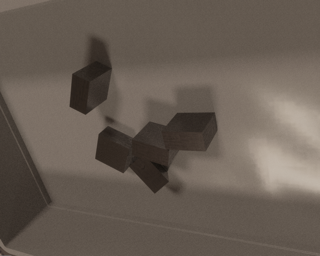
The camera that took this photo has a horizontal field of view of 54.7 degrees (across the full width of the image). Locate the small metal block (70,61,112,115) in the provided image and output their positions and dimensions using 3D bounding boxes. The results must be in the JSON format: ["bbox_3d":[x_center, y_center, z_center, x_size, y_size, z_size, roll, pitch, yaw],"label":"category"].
[{"bbox_3d":[-0.090,-0.053,0.406,0.025,0.050,0.050,26,128,11],"label":"small metal block"}]

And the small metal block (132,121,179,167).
[{"bbox_3d":[-0.002,0.019,0.404,0.050,0.050,0.025,16,124,19],"label":"small metal block"}]

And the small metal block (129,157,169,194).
[{"bbox_3d":[-0.015,0.057,0.431,0.025,0.050,0.050,-42,96,4],"label":"small metal block"}]

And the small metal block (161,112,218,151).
[{"bbox_3d":[0.037,0.003,0.374,0.050,0.050,0.025,1,119,27],"label":"small metal block"}]

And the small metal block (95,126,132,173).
[{"bbox_3d":[-0.066,0.032,0.462,0.050,0.025,0.050,25,127,12],"label":"small metal block"}]
